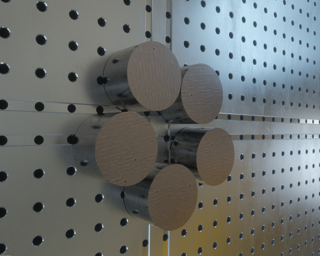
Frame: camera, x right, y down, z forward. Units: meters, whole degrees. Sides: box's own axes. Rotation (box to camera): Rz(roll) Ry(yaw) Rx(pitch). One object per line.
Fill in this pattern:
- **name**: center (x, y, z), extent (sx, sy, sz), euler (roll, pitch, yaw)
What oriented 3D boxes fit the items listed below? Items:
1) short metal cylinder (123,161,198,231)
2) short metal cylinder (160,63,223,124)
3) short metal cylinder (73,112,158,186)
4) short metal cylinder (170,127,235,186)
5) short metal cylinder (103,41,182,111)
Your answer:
- **short metal cylinder**: center (0.002, 0.083, 0.392), extent (0.081, 0.050, 0.080), euler (0, 90, -39)
- **short metal cylinder**: center (0.041, -0.045, 0.425), extent (0.081, 0.050, 0.079), euler (0, 91, -40)
- **short metal cylinder**: center (-0.049, 0.022, 0.351), extent (0.081, 0.050, 0.079), euler (-1, 91, -40)
- **short metal cylinder**: center (0.061, 0.039, 0.443), extent (0.081, 0.050, 0.079), euler (-2, 93, -40)
- **short metal cylinder**: center (-0.020, -0.060, 0.375), extent (0.081, 0.050, 0.079), euler (0, 91, -40)
